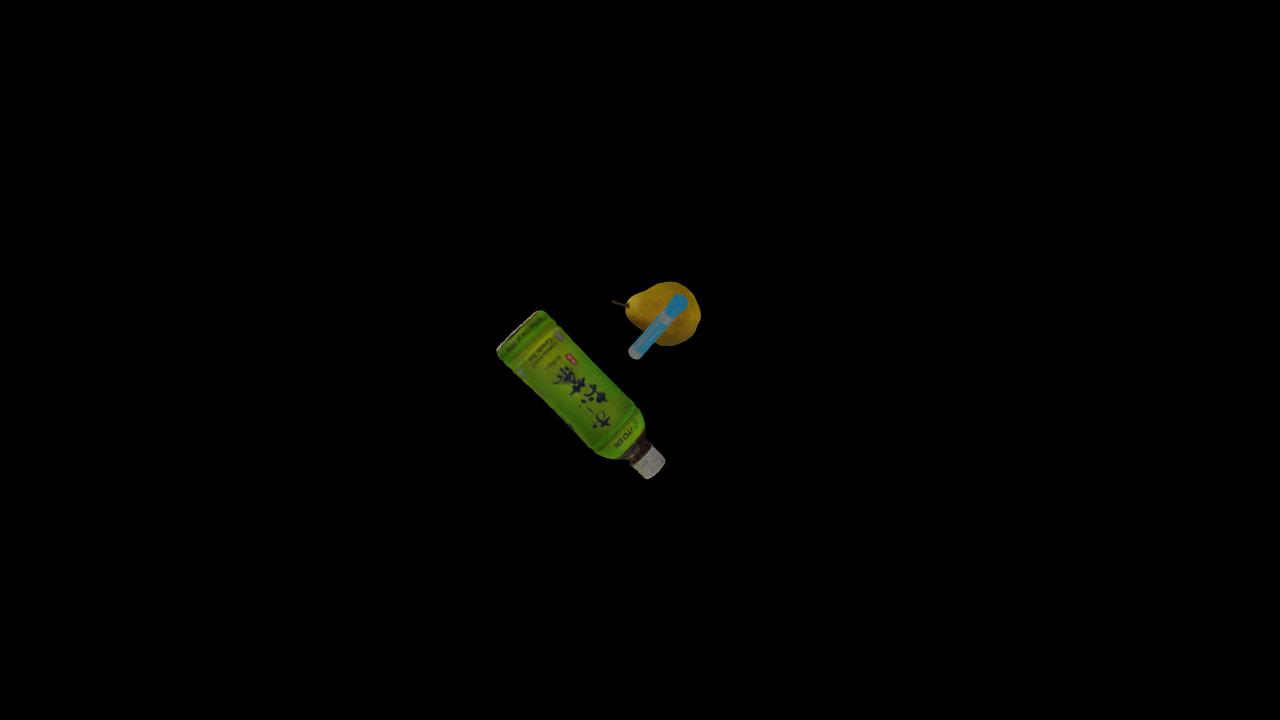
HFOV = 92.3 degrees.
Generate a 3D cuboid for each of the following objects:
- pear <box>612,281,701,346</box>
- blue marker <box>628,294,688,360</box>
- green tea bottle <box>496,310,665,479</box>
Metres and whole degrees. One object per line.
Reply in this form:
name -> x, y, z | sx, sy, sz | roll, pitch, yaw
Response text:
pear -> 0.019, -0.056, 0.738 | 0.111, 0.080, 0.080 | -3, 2, -42
blue marker -> 0.020, -0.038, 0.715 | 0.020, 0.020, 0.121 | 0, -29, -31
green tea bottle -> -0.055, 0.043, 0.653 | 0.212, 0.073, 0.073 | 44, -6, -6
